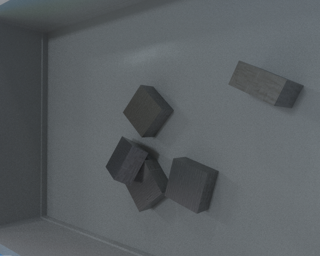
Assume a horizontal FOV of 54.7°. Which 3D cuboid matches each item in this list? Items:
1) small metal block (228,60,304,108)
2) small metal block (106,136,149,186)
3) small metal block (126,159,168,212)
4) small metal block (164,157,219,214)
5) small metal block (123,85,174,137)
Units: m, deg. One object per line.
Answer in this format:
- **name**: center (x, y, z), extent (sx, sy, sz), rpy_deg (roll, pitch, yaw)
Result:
- **small metal block**: center (0.104, -0.042, 0.304), extent (0.050, 0.050, 0.025), rpy_deg (34, 111, 35)
- **small metal block**: center (-0.046, 0.044, 0.424), extent (0.050, 0.025, 0.050), rpy_deg (-62, 26, 1)
- **small metal block**: center (-0.016, 0.077, 0.421), extent (0.050, 0.025, 0.050), rpy_deg (-46, 63, 30)
- **small metal block**: center (0.038, 0.068, 0.376), extent (0.050, 0.025, 0.050), rpy_deg (21, 103, 38)
- **small metal block**: center (-0.017, -0.023, 0.421), extent (0.050, 0.025, 0.050), rpy_deg (51, 120, 28)
